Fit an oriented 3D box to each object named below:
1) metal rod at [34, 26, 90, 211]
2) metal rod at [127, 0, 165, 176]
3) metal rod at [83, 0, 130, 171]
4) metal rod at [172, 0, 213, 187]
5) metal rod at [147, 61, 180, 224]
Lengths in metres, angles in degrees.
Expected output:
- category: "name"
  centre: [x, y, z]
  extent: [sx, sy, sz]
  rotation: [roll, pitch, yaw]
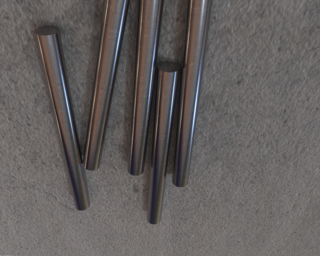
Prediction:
- category: "metal rod"
  centre: [-0.122, 0.013, 0.416]
  extent: [0.025, 0.025, 0.298]
  rotation: [1, 130, -2]
- category: "metal rod"
  centre: [-0.019, -0.052, 0.362]
  extent: [0.025, 0.025, 0.298]
  rotation: [5, 130, -5]
- category: "metal rod"
  centre: [-0.063, -0.058, 0.356]
  extent: [0.025, 0.025, 0.298]
  rotation: [10, 129, -9]
- category: "metal rod"
  centre: [0.035, -0.032, 0.380]
  extent: [0.025, 0.025, 0.298]
  rotation: [1, 130, -1]
- category: "metal rod"
  centre: [0.000, 0.044, 0.444]
  extent: [0.025, 0.025, 0.298]
  rotation: [3, 130, -3]
